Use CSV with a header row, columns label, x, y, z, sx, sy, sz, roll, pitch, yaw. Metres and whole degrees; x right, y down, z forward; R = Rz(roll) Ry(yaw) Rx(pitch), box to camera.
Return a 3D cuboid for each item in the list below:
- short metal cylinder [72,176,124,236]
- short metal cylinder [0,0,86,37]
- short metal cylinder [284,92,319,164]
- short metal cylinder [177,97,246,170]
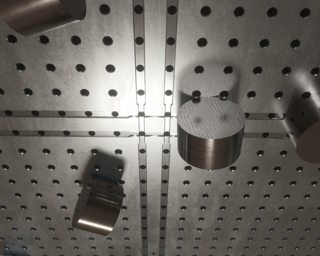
label,x,y,z,sx,sy,sz,roll,pitch,yaw
short metal cylinder,-0.096,0.119,0.476,0.050,0.080,0.080,23,126,-18
short metal cylinder,-0.106,-0.126,0.267,0.050,0.080,0.080,-14,129,11
short metal cylinder,0.209,0.001,0.399,0.081,0.050,0.079,0,130,0
short metal cylinder,0.061,0.005,0.381,0.081,0.080,0.050,-3,130,1
